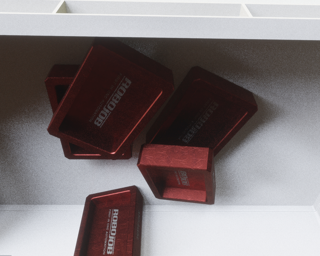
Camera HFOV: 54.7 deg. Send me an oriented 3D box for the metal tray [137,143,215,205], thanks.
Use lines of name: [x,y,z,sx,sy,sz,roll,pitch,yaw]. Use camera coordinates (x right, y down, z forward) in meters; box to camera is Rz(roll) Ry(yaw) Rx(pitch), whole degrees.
metal tray: [0.028,0.067,0.426,0.090,0.030,0.130,3,150,14]

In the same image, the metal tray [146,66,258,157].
metal tray: [0.049,-0.006,0.401,0.091,0.030,0.129,22,127,-18]

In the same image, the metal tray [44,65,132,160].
metal tray: [-0.083,-0.015,0.391,0.091,0.030,0.129,0,130,-1]

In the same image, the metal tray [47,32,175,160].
metal tray: [-0.056,-0.027,0.341,0.090,0.030,0.129,26,125,-21]

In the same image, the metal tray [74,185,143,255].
metal tray: [-0.075,0.154,0.471,0.090,0.130,0.030,-13,129,11]
